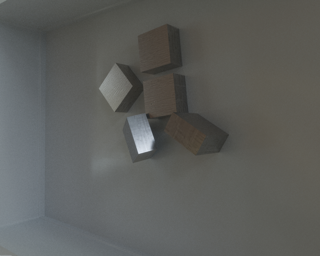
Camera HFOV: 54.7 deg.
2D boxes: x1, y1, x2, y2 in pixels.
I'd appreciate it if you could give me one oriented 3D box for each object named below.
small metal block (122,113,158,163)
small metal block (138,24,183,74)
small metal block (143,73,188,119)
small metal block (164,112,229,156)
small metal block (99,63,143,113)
[{"bbox_3d":[-0.028,0.015,0.412,0.050,0.025,0.050,123,130,-66],"label":"small metal block"},{"bbox_3d":[0.000,-0.101,0.405,0.050,0.025,0.050,-8,85,39],"label":"small metal block"},{"bbox_3d":[0.007,-0.039,0.399,0.050,0.025,0.050,-8,85,39],"label":"small metal block"},{"bbox_3d":[0.042,0.005,0.354,0.050,0.050,0.025,38,113,33],"label":"small metal block"},{"bbox_3d":[-0.056,-0.058,0.451,0.050,0.025,0.050,-51,61,28],"label":"small metal block"}]
